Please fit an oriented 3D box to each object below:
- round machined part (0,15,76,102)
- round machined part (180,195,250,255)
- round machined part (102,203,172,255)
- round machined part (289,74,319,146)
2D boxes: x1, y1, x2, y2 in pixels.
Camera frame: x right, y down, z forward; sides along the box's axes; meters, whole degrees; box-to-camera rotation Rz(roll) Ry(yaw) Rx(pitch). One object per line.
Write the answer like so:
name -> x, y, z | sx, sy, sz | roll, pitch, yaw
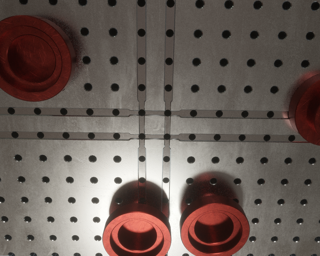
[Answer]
round machined part -> -0.150, -0.084, 0.371 | 0.099, 0.042, 0.097 | 0, 110, -1
round machined part -> 0.078, 0.141, 0.458 | 0.099, 0.042, 0.097 | 0, 110, -1
round machined part -> -0.033, 0.153, 0.460 | 0.099, 0.042, 0.097 | 0, 110, -1
round machined part -> 0.224, -0.021, 0.400 | 0.099, 0.042, 0.097 | 0, 110, -1
